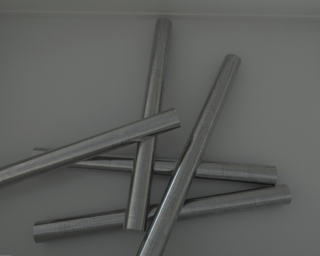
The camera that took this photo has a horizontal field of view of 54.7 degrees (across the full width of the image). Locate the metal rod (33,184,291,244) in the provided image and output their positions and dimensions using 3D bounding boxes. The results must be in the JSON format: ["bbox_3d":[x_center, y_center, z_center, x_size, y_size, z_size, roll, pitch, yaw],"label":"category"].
[{"bbox_3d":[0.006,0.102,0.371,0.302,0.025,0.025,-8,70,-4],"label":"metal rod"}]

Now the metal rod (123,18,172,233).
[{"bbox_3d":[-0.011,-0.023,0.398,0.025,0.025,0.299,6,64,2],"label":"metal rod"}]

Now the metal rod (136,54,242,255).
[{"bbox_3d":[0.044,0.023,0.379,0.025,0.025,0.300,23,64,8],"label":"metal rod"}]

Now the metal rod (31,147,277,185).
[{"bbox_3d":[-0.008,0.048,0.390,0.302,0.025,0.025,4,70,1],"label":"metal rod"}]

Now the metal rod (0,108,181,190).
[{"bbox_3d":[-0.122,0.036,0.367,0.302,0.025,0.025,-19,71,-2],"label":"metal rod"}]
